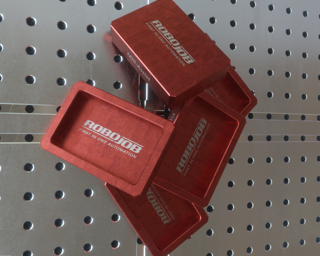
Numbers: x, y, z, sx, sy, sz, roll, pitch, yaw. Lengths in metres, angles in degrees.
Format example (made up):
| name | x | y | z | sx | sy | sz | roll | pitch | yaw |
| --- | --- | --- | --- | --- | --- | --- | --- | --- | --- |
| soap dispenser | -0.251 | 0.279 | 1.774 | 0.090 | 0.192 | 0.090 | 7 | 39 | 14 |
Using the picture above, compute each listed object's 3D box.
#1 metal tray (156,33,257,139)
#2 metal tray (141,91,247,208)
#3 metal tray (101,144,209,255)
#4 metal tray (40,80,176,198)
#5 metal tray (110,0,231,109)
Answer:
| name | x | y | z | sx | sy | sz | roll | pitch | yaw |
| --- | --- | --- | --- | --- | --- | --- | --- | --- | --- |
| metal tray | 0.066 | -0.054 | 0.435 | 0.090 | 0.030 | 0.130 | -45 | 105 | -15 |
| metal tray | 0.044 | 0.024 | 0.396 | 0.090 | 0.030 | 0.130 | 30 | 80 | -18 |
| metal tray | -0.005 | 0.095 | 0.409 | 0.090 | 0.030 | 0.130 | -34 | 102 | -17 |
| metal tray | -0.058 | 0.011 | 0.357 | 0.130 | 0.030 | 0.090 | 25 | 80 | 12 |
| metal tray | 0.011 | -0.096 | 0.382 | 0.091 | 0.030 | 0.130 | -32 | 71 | -18 |
